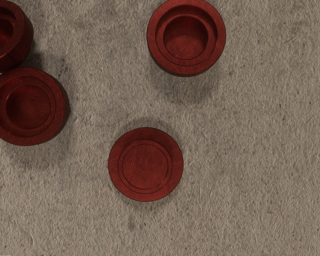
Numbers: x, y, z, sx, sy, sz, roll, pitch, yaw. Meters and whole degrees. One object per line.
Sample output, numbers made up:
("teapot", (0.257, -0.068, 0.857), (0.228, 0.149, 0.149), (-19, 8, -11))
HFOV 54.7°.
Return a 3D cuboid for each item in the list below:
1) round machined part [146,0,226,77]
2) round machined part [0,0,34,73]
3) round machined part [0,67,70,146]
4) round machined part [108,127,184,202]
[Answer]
("round machined part", (0.032, -0.114, 0.402), (0.099, 0.042, 0.097), (0, 90, -1))
("round machined part", (-0.204, -0.108, 0.387), (0.099, 0.042, 0.098), (-3, 68, 7))
("round machined part", (-0.166, -0.026, 0.399), (0.099, 0.042, 0.097), (0, 90, -1))
("round machined part", (-0.018, 0.048, 0.401), (0.099, 0.042, 0.097), (0, 90, -1))
